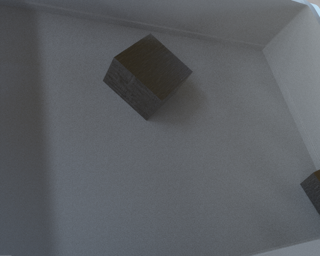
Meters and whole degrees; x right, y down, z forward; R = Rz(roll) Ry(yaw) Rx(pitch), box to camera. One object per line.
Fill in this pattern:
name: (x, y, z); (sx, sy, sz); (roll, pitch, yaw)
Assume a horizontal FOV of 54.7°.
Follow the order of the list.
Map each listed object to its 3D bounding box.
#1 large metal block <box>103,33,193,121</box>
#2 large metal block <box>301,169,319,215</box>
large metal block: (-0.016, -0.071, 0.424); (0.080, 0.050, 0.080); (43, 51, 1)
large metal block: (0.251, 0.096, 0.433); (0.050, 0.080, 0.080); (-26, 66, 1)
